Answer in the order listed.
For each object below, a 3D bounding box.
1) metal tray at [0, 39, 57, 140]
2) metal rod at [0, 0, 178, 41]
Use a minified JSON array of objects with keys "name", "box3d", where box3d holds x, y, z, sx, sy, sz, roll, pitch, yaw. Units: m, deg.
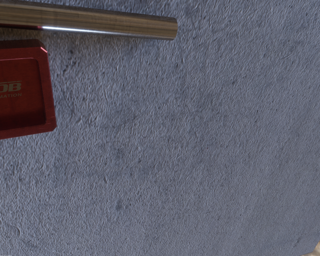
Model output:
[{"name":"metal tray","box3d":[-0.171,-0.032,0.290,0.131,0.030,0.089,-10,123,-23]},{"name":"metal rod","box3d":[-0.121,-0.101,0.277,0.303,0.025,0.025,-4,120,-27]}]
